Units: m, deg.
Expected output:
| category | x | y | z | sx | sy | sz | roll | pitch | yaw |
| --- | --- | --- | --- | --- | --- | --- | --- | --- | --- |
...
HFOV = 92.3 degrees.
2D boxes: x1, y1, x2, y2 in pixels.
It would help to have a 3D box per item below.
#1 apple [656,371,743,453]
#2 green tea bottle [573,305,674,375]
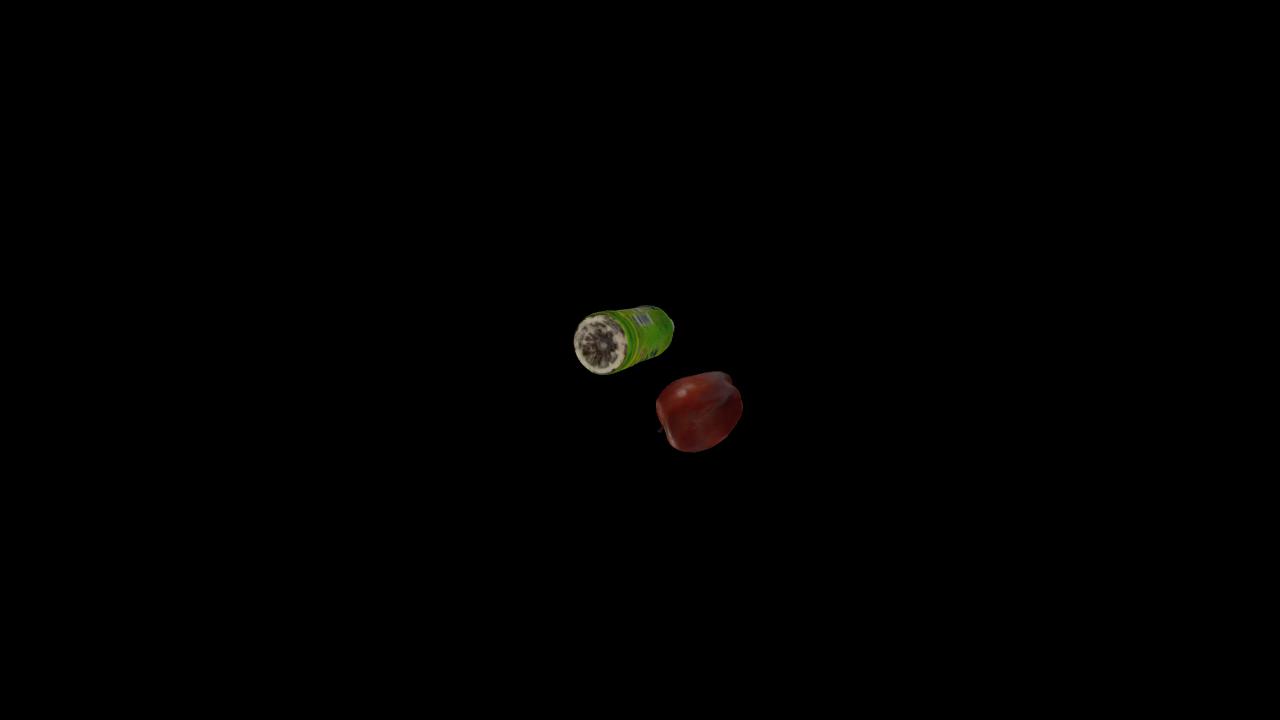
| category | x | y | z | sx | sy | sz | roll | pitch | yaw |
| --- | --- | --- | --- | --- | --- | --- | --- | --- | --- |
| apple | 0.060 | 0.054 | 0.640 | 0.093 | 0.079 | 0.079 | -26 | 1 | -3 |
| green tea bottle | -0.004 | -0.032 | 0.756 | 0.073 | 0.073 | 0.212 | 0 | 9 | 24 |
